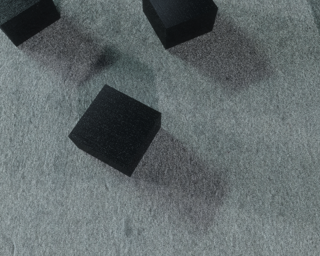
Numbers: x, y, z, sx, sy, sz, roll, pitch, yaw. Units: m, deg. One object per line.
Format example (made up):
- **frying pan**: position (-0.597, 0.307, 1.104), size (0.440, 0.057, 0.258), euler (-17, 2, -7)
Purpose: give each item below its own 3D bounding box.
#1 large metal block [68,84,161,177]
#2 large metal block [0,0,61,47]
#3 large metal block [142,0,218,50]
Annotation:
- **large metal block**: position (-0.053, 0.004, 0.393), size (0.080, 0.050, 0.080), euler (28, 72, 9)
- **large metal block**: position (-0.211, -0.182, 0.459), size (0.080, 0.050, 0.080), euler (-40, 75, -14)
- **large metal block**: position (0.027, -0.176, 0.459), size (0.080, 0.050, 0.080), euler (-25, 72, -9)
